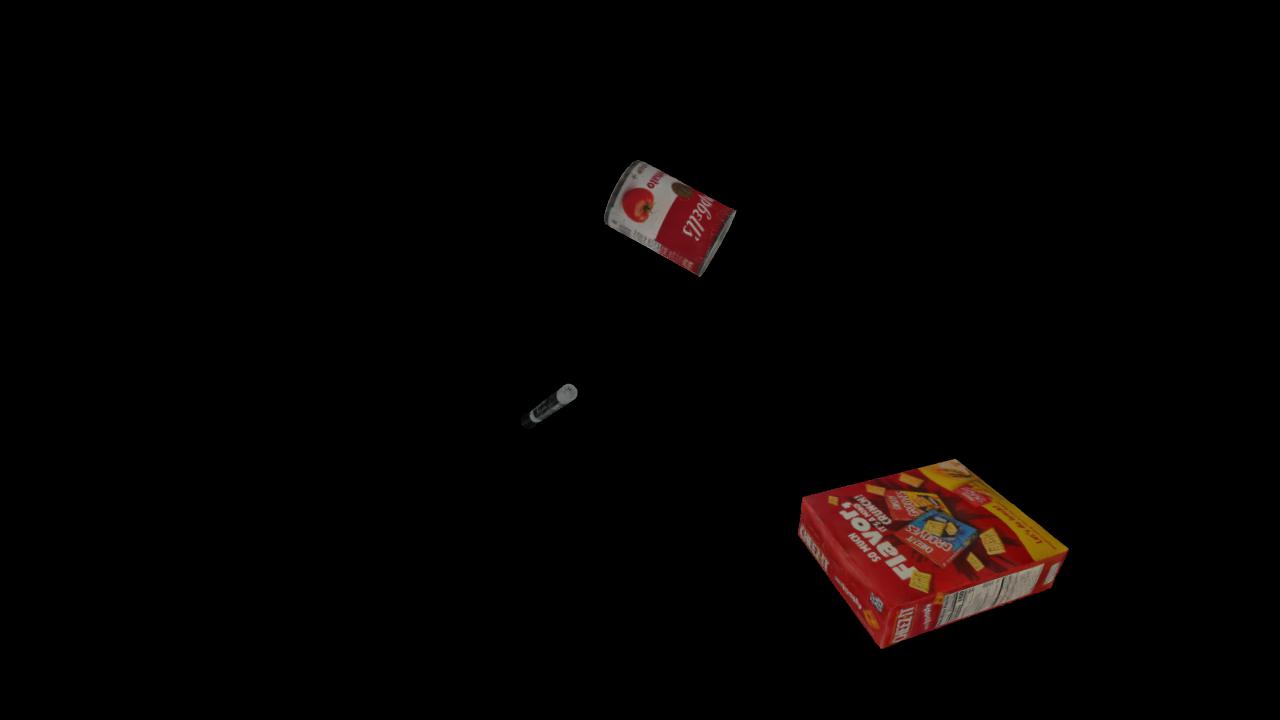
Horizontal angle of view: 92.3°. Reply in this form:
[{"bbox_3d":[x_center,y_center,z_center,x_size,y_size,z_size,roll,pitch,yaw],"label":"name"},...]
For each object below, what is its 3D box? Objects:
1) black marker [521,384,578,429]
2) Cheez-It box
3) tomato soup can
[{"bbox_3d":[-0.106,0.055,0.698,0.020,0.020,0.121,0,-21,-34],"label":"black marker"},{"bbox_3d":[0.317,0.205,0.690,0.223,0.071,0.166,-11,30,-15],"label":"Cheez-It box"},{"bbox_3d":[0.027,-0.129,0.557,0.101,0.068,0.068,30,3,6],"label":"tomato soup can"}]
